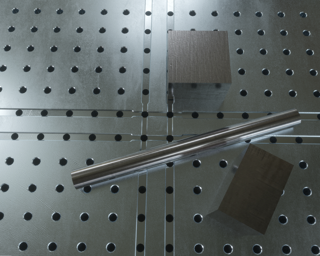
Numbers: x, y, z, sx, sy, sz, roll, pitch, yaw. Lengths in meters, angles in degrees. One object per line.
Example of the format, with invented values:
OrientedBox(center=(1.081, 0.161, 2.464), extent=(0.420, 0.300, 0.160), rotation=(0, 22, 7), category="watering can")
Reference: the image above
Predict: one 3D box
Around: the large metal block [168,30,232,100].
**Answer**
OrientedBox(center=(0.051, -0.086, 0.430), extent=(0.081, 0.050, 0.080), rotation=(0, 70, 0), category="large metal block")

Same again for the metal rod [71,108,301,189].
OrientedBox(center=(0.038, 0.025, 0.402), extent=(0.302, 0.025, 0.025), rotation=(-15, 71, -6), category="metal rod")

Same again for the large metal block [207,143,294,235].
OrientedBox(center=(0.100, 0.074, 0.356), extent=(0.050, 0.080, 0.080), rotation=(28, 73, 10), category="large metal block")
